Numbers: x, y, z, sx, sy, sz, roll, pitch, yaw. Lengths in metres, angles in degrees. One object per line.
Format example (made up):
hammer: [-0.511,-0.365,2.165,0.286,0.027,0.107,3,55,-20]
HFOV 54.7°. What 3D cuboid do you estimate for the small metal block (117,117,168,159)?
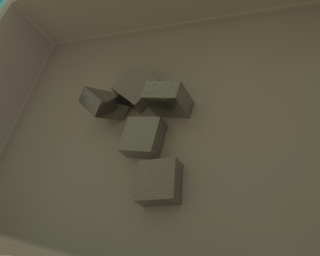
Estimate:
small metal block: [-0.022,0.013,0.410,0.050,0.025,0.050,1,62,28]

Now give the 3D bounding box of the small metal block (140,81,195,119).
small metal block: [0.011,-0.037,0.407,0.050,0.050,0.025,5,64,30]

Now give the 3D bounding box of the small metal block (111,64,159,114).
small metal block: [-0.033,-0.058,0.450,0.050,0.025,0.050,36,77,26]

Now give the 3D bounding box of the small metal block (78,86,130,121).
small metal block: [-0.082,-0.035,0.451,0.050,0.050,0.025,38,110,39]

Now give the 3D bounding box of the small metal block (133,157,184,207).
small metal block: [-0.001,0.064,0.367,0.050,0.025,0.050,-9,58,23]
